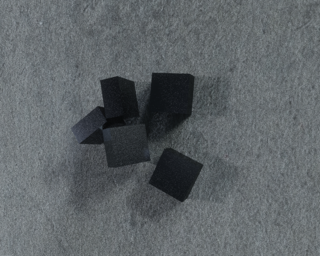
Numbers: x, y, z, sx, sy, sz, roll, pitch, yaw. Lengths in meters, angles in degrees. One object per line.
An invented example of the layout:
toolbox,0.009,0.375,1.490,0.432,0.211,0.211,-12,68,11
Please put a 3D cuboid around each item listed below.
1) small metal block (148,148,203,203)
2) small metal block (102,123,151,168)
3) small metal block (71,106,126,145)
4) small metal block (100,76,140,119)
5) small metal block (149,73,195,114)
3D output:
small metal block,0.021,0.060,0.401,0.050,0.025,0.050,27,99,17
small metal block,-0.044,0.023,0.407,0.025,0.050,0.050,-11,87,57
small metal block,-0.083,-0.002,0.423,0.050,0.050,0.025,-37,73,16
small metal block,-0.052,-0.039,0.413,0.025,0.050,0.050,-10,87,19
small metal block,0.016,-0.045,0.403,0.050,0.025,0.050,5,92,19
